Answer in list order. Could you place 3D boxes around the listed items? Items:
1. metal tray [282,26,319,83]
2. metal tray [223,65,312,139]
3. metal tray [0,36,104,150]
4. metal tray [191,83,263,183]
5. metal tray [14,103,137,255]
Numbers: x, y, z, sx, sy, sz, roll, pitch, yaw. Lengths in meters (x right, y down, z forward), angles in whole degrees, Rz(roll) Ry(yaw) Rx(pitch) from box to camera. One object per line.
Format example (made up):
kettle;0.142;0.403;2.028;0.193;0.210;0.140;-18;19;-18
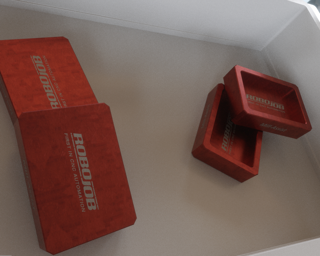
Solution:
metal tray;0.334;-0.161;0.686;0.091;0.030;0.130;3;60;-27
metal tray;0.165;-0.039;0.478;0.131;0.030;0.090;12;55;-23
metal tray;-0.131;-0.045;0.360;0.091;0.030;0.130;-16;70;-35
metal tray;0.105;0.004;0.458;0.090;0.030;0.130;29;52;-10
metal tray;-0.083;0.045;0.308;0.091;0.030;0.129;-11;83;-34
